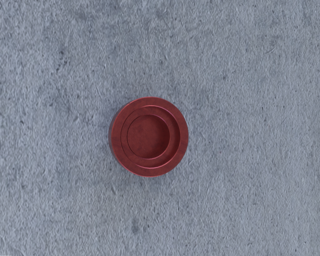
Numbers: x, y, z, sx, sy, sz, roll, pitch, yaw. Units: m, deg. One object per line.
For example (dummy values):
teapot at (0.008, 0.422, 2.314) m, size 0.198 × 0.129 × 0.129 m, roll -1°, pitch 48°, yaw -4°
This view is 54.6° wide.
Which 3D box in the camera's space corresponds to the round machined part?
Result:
round machined part at (-0.017, 0.010, 0.393) m, size 0.099 × 0.042 × 0.097 m, roll 0°, pitch 90°, yaw -20°
